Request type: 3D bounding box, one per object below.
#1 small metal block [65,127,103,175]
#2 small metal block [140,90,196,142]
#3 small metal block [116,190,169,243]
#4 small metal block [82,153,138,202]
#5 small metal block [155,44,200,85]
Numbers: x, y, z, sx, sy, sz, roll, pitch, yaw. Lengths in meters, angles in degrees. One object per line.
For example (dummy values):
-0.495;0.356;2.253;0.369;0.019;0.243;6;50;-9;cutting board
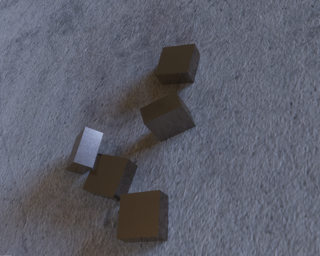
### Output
-0.103;0.032;0.420;0.050;0.025;0.050;-33;39;56;small metal block
0.011;-0.013;0.389;0.050;0.050;0.025;-26;53;12;small metal block
-0.019;0.101;0.351;0.050;0.025;0.050;-11;57;21;small metal block
-0.063;0.063;0.397;0.050;0.025;0.050;6;65;30;small metal block
0.026;-0.091;0.445;0.050;0.025;0.050;1;62;28;small metal block
